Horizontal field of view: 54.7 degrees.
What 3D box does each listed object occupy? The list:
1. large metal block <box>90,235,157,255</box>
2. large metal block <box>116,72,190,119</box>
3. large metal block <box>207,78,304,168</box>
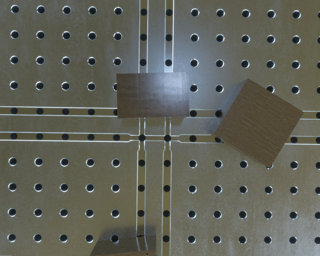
[{"bbox_3d":[-0.042,0.191,0.401,0.081,0.050,0.079,-5,90,-1],"label":"large metal block"},{"bbox_3d":[-0.008,-0.037,0.386,0.081,0.080,0.050,-2,90,-1],"label":"large metal block"},{"bbox_3d":[0.121,-0.006,0.403,0.080,0.050,0.080,31,90,-1],"label":"large metal block"}]
